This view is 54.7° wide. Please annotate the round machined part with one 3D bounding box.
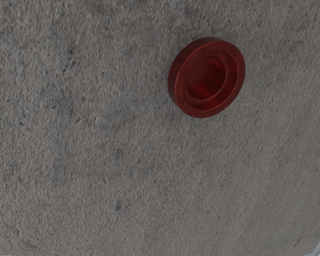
[{"bbox_3d":[0.053,-0.065,0.385,0.099,0.042,0.097,-14,124,-21],"label":"round machined part"}]
